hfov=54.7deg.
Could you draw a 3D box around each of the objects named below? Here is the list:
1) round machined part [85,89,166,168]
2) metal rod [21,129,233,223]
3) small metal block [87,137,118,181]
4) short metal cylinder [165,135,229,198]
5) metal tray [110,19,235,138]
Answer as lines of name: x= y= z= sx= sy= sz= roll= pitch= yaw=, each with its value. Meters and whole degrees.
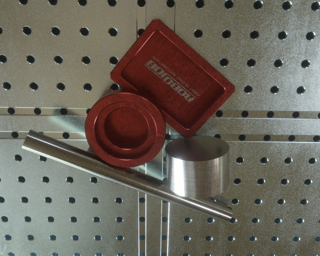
round machined part: x=-0.041 y=-0.002 z=0.394 sx=0.099 sy=0.042 sz=0.097 roll=0 pitch=110 yaw=1
metal rod: x=-0.030 y=0.072 z=0.418 sx=0.302 sy=0.025 sz=0.025 roll=24 pitch=108 yaw=-18
small metal block: x=-0.076 y=0.040 z=0.427 sx=0.050 sy=0.025 sz=0.050 roll=27 pitch=108 yaw=-10
short metal cylinder: x=0.048 y=0.047 z=0.401 sx=0.081 sy=0.080 sz=0.050 roll=-4 pitch=110 yaw=1
metal tray: x=0.016 y=-0.060 z=0.388 sx=0.130 sy=0.030 sz=0.090 roll=38 pitch=105 yaw=-13
